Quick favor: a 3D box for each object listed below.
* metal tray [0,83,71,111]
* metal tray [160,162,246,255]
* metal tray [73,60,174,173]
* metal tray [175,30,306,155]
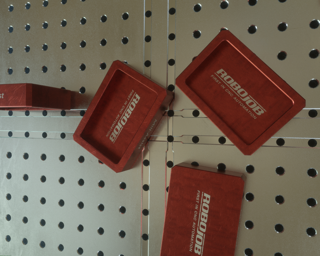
[{"bbox_3d":[-0.210,-0.043,0.453,0.130,0.090,0.030,1,91,20],"label":"metal tray"},{"bbox_3d":[0.054,0.116,0.391,0.090,0.030,0.129,8,93,19],"label":"metal tray"},{"bbox_3d":[-0.053,-0.016,0.428,0.090,0.030,0.129,34,101,16],"label":"metal tray"},{"bbox_3d":[0.094,-0.042,0.376,0.090,0.030,0.130,-46,76,14],"label":"metal tray"}]
